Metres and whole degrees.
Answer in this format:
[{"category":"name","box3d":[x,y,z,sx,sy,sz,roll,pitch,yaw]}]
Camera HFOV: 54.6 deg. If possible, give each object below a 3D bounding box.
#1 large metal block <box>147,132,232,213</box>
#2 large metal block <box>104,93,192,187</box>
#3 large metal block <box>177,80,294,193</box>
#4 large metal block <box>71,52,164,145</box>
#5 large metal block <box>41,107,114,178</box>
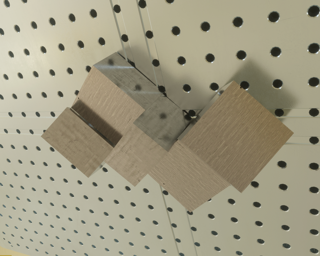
[{"category":"large metal block","box3d":[0.042,0.050,0.404,0.080,0.050,0.080,43,129,1]},{"category":"large metal block","box3d":[-0.014,0.014,0.392,0.050,0.080,0.080,40,129,-1]},{"category":"large metal block","box3d":[0.077,0.009,0.333,0.080,0.050,0.080,41,89,-1]},{"category":"large metal block","box3d":[-0.056,-0.036,0.403,0.080,0.050,0.080,41,131,-1]},{"category":"large metal block","box3d":[-0.104,0.018,0.433,0.080,0.080,0.050,41,91,-1]}]
